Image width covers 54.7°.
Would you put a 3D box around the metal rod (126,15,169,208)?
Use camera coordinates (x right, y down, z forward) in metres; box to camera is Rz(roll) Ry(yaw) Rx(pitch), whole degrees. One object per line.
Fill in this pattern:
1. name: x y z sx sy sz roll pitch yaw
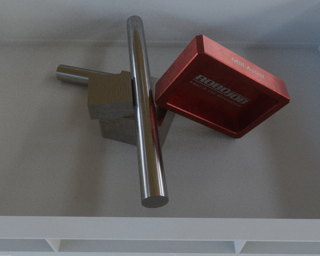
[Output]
1. metal rod: -0.022 -0.047 0.377 0.025 0.025 0.300 -5 50 -5

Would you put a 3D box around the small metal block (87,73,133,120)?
1. small metal block: -0.058 -0.039 0.370 0.050 0.025 0.050 -5 50 -5

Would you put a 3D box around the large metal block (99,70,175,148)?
1. large metal block: -0.025 -0.024 0.407 0.080 0.050 0.080 14 51 11

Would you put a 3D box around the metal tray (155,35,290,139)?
1. metal tray: 0.071 -0.041 0.362 0.131 0.090 0.030 22 47 -24

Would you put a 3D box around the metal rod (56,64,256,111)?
1. metal rod: -0.006 -0.056 0.451 0.301 0.025 0.025 11 51 9
